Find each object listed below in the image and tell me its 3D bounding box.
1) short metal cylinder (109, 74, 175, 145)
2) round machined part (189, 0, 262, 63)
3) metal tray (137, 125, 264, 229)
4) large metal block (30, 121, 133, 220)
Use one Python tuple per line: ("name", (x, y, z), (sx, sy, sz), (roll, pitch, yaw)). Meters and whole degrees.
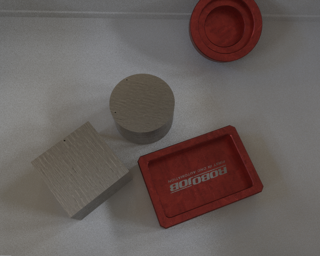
("short metal cylinder", (-0.022, -0.024, 0.405), (0.081, 0.050, 0.080), (0, 70, 0))
("round machined part", (0.090, -0.142, 0.440), (0.099, 0.042, 0.097), (0, 98, 0))
("metal tray", (0.048, 0.060, 0.385), (0.131, 0.030, 0.090), (-19, 71, -7))
("large metal block", (-0.092, 0.053, 0.376), (0.080, 0.050, 0.080), (-38, 75, -13))
